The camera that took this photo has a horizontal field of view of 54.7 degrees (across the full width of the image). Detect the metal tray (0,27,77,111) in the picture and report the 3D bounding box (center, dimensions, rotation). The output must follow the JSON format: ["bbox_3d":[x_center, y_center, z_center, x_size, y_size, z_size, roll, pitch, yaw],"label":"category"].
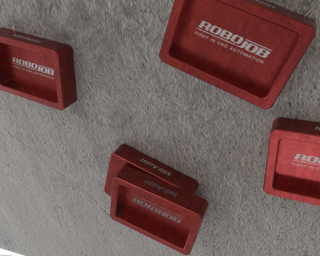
[{"bbox_3d":[-0.186,-0.086,0.448,0.130,0.030,0.089,18,126,17],"label":"metal tray"}]

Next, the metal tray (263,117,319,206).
[{"bbox_3d":[0.184,0.042,0.332,0.130,0.030,0.089,10,123,23],"label":"metal tray"}]

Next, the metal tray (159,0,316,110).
[{"bbox_3d":[0.072,-0.086,0.312,0.130,0.030,0.089,27,128,11],"label":"metal tray"}]

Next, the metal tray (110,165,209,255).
[{"bbox_3d":[-0.006,0.116,0.438,0.130,0.030,0.089,21,127,15],"label":"metal tray"}]

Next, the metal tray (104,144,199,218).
[{"bbox_3d":[-0.017,0.090,0.468,0.130,0.030,0.089,26,128,12],"label":"metal tray"}]
